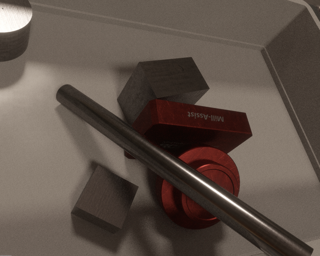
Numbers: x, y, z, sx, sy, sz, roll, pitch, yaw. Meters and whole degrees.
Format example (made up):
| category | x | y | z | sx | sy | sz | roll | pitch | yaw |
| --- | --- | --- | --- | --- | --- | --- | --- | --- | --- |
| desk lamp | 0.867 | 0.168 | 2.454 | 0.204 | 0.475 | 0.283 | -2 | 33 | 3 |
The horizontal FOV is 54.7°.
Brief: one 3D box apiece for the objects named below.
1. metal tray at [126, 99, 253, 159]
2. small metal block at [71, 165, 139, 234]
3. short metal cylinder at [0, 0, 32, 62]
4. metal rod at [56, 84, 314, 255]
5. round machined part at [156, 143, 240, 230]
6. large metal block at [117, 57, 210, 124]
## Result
| category | x | y | z | sx | sy | sz | roll | pitch | yaw |
| --- | --- | --- | --- | --- | --- | --- | --- | --- | --- |
| metal tray | 0.032 | 0.009 | 0.376 | 0.131 | 0.090 | 0.030 | 6 | 58 | -26 |
| small metal block | -0.058 | 0.076 | 0.329 | 0.050 | 0.025 | 0.050 | 30 | 52 | -9 |
| short metal cylinder | -0.195 | -0.125 | 0.361 | 0.081 | 0.050 | 0.080 | 14 | 56 | -21 |
| metal rod | -0.001 | 0.031 | 0.306 | 0.300 | 0.025 | 0.025 | 33 | 46 | 26 |
| round machined part | 0.048 | 0.069 | 0.349 | 0.099 | 0.042 | 0.097 | -3 | 98 | -18 |
| large metal block | 0.002 | -0.043 | 0.399 | 0.081 | 0.080 | 0.050 | -14 | 69 | -34 |
